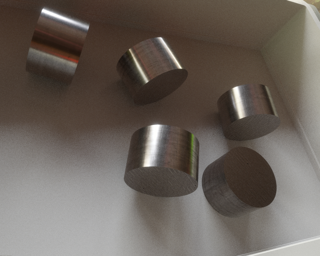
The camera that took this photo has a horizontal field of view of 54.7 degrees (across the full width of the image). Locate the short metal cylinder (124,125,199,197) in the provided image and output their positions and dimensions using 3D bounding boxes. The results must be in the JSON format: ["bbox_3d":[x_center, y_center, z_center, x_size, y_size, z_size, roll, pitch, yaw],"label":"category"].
[{"bbox_3d":[0.003,0.039,0.350,0.081,0.080,0.050,19,54,-18],"label":"short metal cylinder"}]

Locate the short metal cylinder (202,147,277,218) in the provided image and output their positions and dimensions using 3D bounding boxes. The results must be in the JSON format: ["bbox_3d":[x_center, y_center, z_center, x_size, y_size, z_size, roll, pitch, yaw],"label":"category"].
[{"bbox_3d":[0.102,0.071,0.404,0.081,0.050,0.080,14,56,-21],"label":"short metal cylinder"}]

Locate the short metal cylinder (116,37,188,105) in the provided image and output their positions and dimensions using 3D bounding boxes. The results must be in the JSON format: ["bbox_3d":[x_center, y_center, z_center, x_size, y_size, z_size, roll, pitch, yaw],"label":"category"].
[{"bbox_3d":[-0.010,-0.074,0.411,0.081,0.080,0.050,-18,72,-35],"label":"short metal cylinder"}]

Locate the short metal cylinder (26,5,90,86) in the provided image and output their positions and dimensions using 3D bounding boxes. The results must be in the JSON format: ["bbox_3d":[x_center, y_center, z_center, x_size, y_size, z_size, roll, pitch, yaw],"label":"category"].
[{"bbox_3d":[-0.120,-0.096,0.365,0.050,0.080,0.080,17,55,-19],"label":"short metal cylinder"}]

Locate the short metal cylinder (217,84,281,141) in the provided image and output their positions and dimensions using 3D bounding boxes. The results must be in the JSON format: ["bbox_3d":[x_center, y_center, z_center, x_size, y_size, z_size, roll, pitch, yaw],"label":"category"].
[{"bbox_3d":[0.129,-0.021,0.455,0.081,0.080,0.050,7,59,-25],"label":"short metal cylinder"}]
